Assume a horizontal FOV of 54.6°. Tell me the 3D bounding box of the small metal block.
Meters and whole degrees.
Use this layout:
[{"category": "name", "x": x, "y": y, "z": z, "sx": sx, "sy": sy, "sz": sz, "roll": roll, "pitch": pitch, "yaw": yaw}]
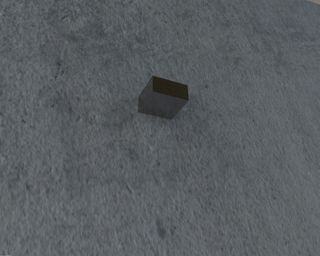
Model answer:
[{"category": "small metal block", "x": 0.003, "y": -0.039, "z": 0.413, "sx": 0.050, "sy": 0.050, "sz": 0.025, "roll": 12, "pitch": 57, "yaw": -22}]
